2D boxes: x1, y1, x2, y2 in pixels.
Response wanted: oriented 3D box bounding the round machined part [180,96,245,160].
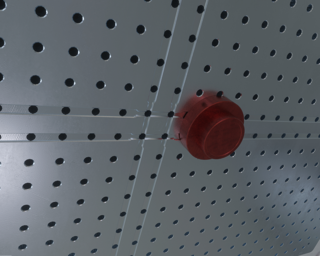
[{"bbox_3d":[0.082,0.006,0.448,0.099,0.042,0.097,-14,124,-21],"label":"round machined part"}]
